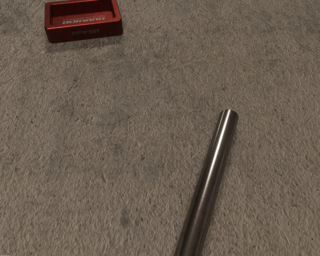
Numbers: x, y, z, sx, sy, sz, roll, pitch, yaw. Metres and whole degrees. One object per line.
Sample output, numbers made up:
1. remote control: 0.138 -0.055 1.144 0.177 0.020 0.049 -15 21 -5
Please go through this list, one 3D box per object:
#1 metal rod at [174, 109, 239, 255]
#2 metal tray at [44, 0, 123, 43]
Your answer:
1. metal rod: 0.042 0.092 0.326 0.025 0.025 0.301 16 52 12
2. metal tray: -0.139 -0.200 0.566 0.131 0.030 0.090 -10 51 -9
